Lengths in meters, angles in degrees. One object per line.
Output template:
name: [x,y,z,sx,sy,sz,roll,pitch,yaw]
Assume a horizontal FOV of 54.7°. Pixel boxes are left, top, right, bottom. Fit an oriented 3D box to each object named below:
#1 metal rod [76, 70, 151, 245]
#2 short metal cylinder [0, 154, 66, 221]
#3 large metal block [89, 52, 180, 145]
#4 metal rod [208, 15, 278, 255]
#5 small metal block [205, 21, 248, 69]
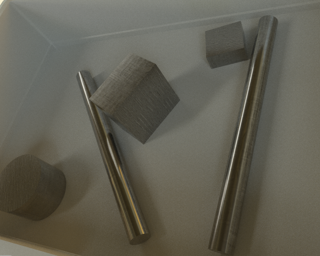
metal rod: [-0.075,0.017,0.432,0.025,0.025,0.300,-32,52,7]
short metal cylinder: [-0.180,0.083,0.431,0.080,0.050,0.080,-13,56,20]
large metal block: [-0.030,-0.038,0.408,0.050,0.080,0.080,33,80,38]
metal rod: [0.102,-0.011,0.357,0.025,0.025,0.300,5,64,30]
small metal block: [0.091,-0.114,0.427,0.050,0.025,0.050,-11,57,22]
